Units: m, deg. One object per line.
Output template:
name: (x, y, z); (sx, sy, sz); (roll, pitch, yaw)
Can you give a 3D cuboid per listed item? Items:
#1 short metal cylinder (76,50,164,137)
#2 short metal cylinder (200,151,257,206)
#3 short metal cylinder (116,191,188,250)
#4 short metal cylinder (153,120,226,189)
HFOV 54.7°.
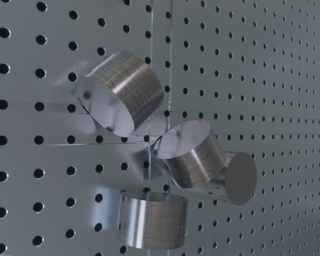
short metal cylinder: (-0.043, -0.036, 0.337); (0.050, 0.080, 0.080); (-47, 119, -29)
short metal cylinder: (0.106, 0.076, 0.482); (0.081, 0.050, 0.079); (0, 90, -40)
short metal cylinder: (-0.009, 0.106, 0.366); (0.081, 0.080, 0.050); (9, 84, -40)
short metal cylinder: (0.039, 0.033, 0.406); (0.080, 0.080, 0.050); (-45, 117, -31)
